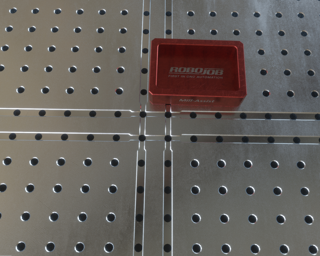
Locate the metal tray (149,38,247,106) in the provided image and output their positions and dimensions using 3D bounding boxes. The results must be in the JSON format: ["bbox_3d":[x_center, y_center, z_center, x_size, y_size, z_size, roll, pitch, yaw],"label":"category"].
[{"bbox_3d":[0.052,-0.079,0.438,0.131,0.030,0.090,2,70,0],"label":"metal tray"}]
